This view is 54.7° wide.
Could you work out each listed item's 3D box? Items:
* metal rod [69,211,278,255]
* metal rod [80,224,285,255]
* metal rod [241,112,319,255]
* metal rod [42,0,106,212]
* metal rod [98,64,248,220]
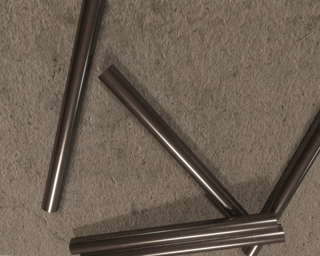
[{"bbox_3d":[0.013,0.154,0.450,0.301,0.025,0.025,-11,110,9],"label":"metal rod"},{"bbox_3d":[0.027,0.176,0.460,0.301,0.025,0.025,-11,110,9],"label":"metal rod"},{"bbox_3d":[0.191,0.062,0.435,0.025,0.025,0.298,19,109,-8],"label":"metal rod"},{"bbox_3d":[-0.116,-0.019,0.400,0.025,0.025,0.298,16,109,-6],"label":"metal rod"},{"bbox_3d":[0.030,0.035,0.423,0.025,0.025,0.300,-39,106,13],"label":"metal rod"}]
